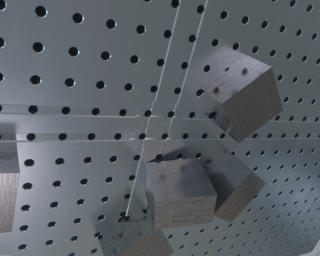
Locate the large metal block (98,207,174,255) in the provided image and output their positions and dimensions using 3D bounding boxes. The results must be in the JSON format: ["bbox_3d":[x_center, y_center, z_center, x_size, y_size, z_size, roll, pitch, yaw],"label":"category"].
[{"bbox_3d":[-0.037,0.184,0.488,0.080,0.050,0.080,-36,129,-5],"label":"large metal block"}]

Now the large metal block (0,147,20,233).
[{"bbox_3d":[-0.198,0.066,0.327,0.081,0.050,0.079,4,116,-30],"label":"large metal block"}]

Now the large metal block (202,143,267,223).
[{"bbox_3d":[0.100,0.084,0.481,0.050,0.080,0.080,32,100,-38],"label":"large metal block"}]

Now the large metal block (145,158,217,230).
[{"bbox_3d":[0.025,0.089,0.433,0.081,0.080,0.050,-4,121,-11],"label":"large metal block"}]

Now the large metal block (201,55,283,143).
[{"bbox_3d":[0.116,-0.040,0.433,0.080,0.050,0.080,-36,129,-4],"label":"large metal block"}]
